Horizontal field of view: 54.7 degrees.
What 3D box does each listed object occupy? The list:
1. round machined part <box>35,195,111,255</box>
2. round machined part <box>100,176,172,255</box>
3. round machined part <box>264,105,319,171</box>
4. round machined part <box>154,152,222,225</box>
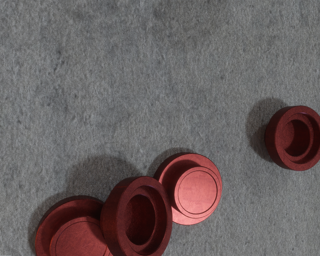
[{"bbox_3d":[-0.094,0.133,0.366,0.099,0.042,0.097,0,90,-20],"label":"round machined part"},{"bbox_3d":[-0.031,0.106,0.362,0.098,0.042,0.098,19,65,-49],"label":"round machined part"},{"bbox_3d":[0.202,0.015,0.477,0.099,0.042,0.097,0,90,-21],"label":"round machined part"},{"bbox_3d":[0.042,0.082,0.417,0.099,0.042,0.097,0,90,-21],"label":"round machined part"}]
